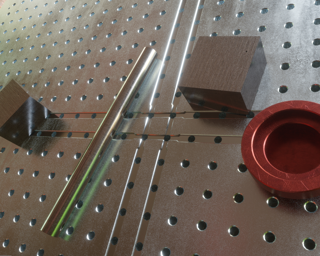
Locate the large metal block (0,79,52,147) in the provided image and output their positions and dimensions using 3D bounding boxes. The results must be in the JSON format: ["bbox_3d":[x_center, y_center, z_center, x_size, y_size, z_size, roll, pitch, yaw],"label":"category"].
[{"bbox_3d":[-0.252,-0.028,0.542,0.080,0.050,0.080,35,81,38],"label":"large metal block"}]

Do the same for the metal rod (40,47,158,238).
[{"bbox_3d":[-0.079,0.008,0.444,0.025,0.025,0.300,14,69,34],"label":"metal rod"}]

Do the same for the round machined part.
[{"bbox_3d":[0.135,0.024,0.312,0.098,0.042,0.098,-13,56,21],"label":"round machined part"}]

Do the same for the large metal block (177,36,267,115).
[{"bbox_3d":[0.080,-0.068,0.392,0.080,0.050,0.080,11,67,32],"label":"large metal block"}]
